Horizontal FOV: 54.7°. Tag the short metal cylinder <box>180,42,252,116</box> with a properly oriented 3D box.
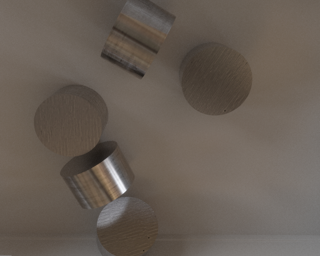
[{"bbox_3d":[0.065,-0.061,0.376,0.081,0.050,0.079,0,110,0],"label":"short metal cylinder"}]

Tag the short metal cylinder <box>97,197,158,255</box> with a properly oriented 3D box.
[{"bbox_3d":[-0.046,0.142,0.426,0.081,0.080,0.050,12,144,-5],"label":"short metal cylinder"}]

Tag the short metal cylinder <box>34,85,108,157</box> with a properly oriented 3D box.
[{"bbox_3d":[-0.110,-0.011,0.393,0.081,0.050,0.079,0,110,0],"label":"short metal cylinder"}]

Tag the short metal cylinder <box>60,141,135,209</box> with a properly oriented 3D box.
[{"bbox_3d":[-0.080,0.059,0.403,0.080,0.080,0.050,-23,109,8],"label":"short metal cylinder"}]

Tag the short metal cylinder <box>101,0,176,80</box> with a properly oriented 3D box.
[{"bbox_3d":[-0.024,-0.101,0.344,0.050,0.080,0.080,28,108,-10],"label":"short metal cylinder"}]
